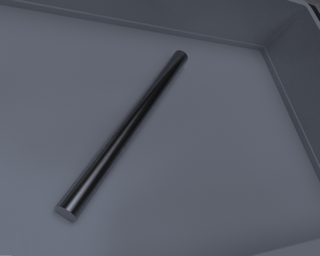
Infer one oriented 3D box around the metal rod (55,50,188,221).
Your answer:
[{"bbox_3d":[-0.030,-0.014,0.399,0.025,0.025,0.301,36,51,-5],"label":"metal rod"}]
